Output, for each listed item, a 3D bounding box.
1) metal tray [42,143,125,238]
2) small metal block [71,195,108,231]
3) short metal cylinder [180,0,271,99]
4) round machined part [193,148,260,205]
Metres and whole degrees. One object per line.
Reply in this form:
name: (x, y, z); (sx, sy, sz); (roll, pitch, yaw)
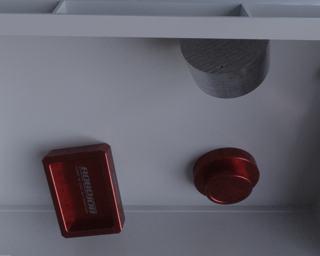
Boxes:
metal tray: (-0.107, 0.092, 0.448); (0.090, 0.030, 0.129); (-7, 105, 5)
small metal block: (-0.115, 0.139, 0.510); (0.050, 0.050, 0.025); (5, 130, -5)
short metal cylinder: (0.065, -0.075, 0.301); (0.080, 0.080, 0.050); (-16, 155, 12)
round machined part: (0.101, 0.079, 0.467); (0.099, 0.042, 0.097); (-1, 130, 0)
